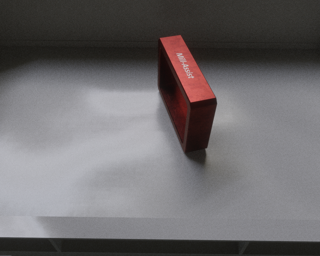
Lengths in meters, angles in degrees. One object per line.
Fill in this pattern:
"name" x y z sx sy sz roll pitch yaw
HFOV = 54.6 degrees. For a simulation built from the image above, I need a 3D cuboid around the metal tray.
"metal tray" 0.029 -0.045 0.398 0.030 0.090 0.130 -12 51 -11
